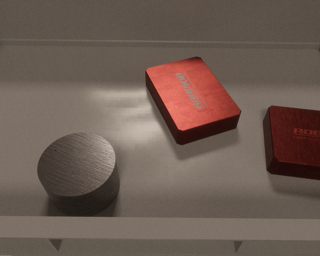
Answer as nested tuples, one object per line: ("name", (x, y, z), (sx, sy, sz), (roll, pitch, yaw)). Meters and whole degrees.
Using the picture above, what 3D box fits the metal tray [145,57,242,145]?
("metal tray", (0.042, -0.044, 0.439), (0.091, 0.030, 0.130), (-16, 52, -14))

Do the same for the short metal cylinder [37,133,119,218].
("short metal cylinder", (-0.087, 0.052, 0.344), (0.081, 0.050, 0.080), (0, 50, 0))

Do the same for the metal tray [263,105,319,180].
("metal tray", (0.201, 0.020, 0.388), (0.131, 0.030, 0.090), (7, 50, 5))

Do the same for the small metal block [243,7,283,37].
("small metal block", (0.191, -0.198, 0.577), (0.050, 0.025, 0.050), (-9, 51, -8))
